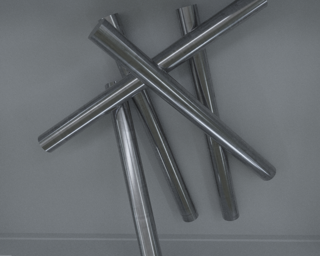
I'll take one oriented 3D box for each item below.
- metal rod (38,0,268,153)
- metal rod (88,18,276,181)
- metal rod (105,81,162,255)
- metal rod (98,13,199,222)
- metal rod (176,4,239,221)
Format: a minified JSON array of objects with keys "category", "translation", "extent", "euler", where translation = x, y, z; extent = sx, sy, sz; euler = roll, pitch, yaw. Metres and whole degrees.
[{"category":"metal rod","translation":[-0.015,-0.061,0.357],"extent":[0.300,0.025,0.025],"euler":[-33,107,8]},{"category":"metal rod","translation":[0.046,-0.016,0.366],"extent":[0.301,0.025,0.025],"euler":[37,107,-28]},{"category":"metal rod","translation":[-0.024,0.089,0.376],"extent":[0.025,0.025,0.298],"euler":[-13,84,5]},{"category":"metal rod","translation":[-0.008,0.001,0.411],"extent":[0.025,0.025,0.299],"euler":[-20,109,7]},{"category":"metal rod","translation":[0.068,-0.005,0.409],"extent":[0.025,0.025,0.298],"euler":[-14,110,5]}]
